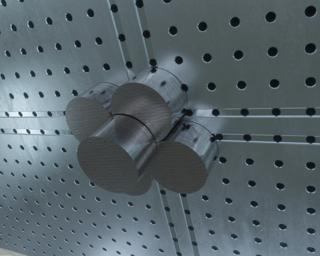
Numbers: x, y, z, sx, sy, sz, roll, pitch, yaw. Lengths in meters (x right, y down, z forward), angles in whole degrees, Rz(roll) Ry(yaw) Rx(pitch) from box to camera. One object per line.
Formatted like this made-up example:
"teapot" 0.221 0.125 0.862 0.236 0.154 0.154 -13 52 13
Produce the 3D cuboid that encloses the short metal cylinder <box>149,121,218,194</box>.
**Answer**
"short metal cylinder" 0.030 0.038 0.401 0.080 0.050 0.079 13 124 20

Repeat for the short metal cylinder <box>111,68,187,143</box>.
"short metal cylinder" -0.013 -0.028 0.382 0.080 0.050 0.079 13 124 20

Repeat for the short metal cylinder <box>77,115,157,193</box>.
"short metal cylinder" -0.051 0.031 0.372 0.080 0.050 0.079 13 125 19

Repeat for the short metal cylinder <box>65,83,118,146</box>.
"short metal cylinder" -0.081 -0.016 0.425 0.080 0.050 0.079 13 124 20

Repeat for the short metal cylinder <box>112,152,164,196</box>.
"short metal cylinder" -0.038 0.049 0.443 0.080 0.050 0.079 13 124 20
